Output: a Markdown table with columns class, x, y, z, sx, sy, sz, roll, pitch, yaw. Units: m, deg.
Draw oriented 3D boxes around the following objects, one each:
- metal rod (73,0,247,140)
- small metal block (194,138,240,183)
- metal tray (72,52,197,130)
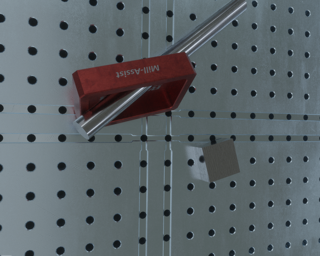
| class | x | y | z | sx | sy | sz | roll | pitch | yaw |
| --- | --- | --- | --- | --- | --- | --- | --- | --- | --- |
| metal rod | 0.017 | -0.089 | 0.391 | 0.301 | 0.025 | 0.025 | -43 | 104 | -25 |
| small metal block | 0.082 | 0.045 | 0.443 | 0.050 | 0.025 | 0.050 | -15 | 95 | -20 |
| metal tray | -0.032 | -0.041 | 0.363 | 0.131 | 0.090 | 0.030 | -14 | 70 | -19 |
